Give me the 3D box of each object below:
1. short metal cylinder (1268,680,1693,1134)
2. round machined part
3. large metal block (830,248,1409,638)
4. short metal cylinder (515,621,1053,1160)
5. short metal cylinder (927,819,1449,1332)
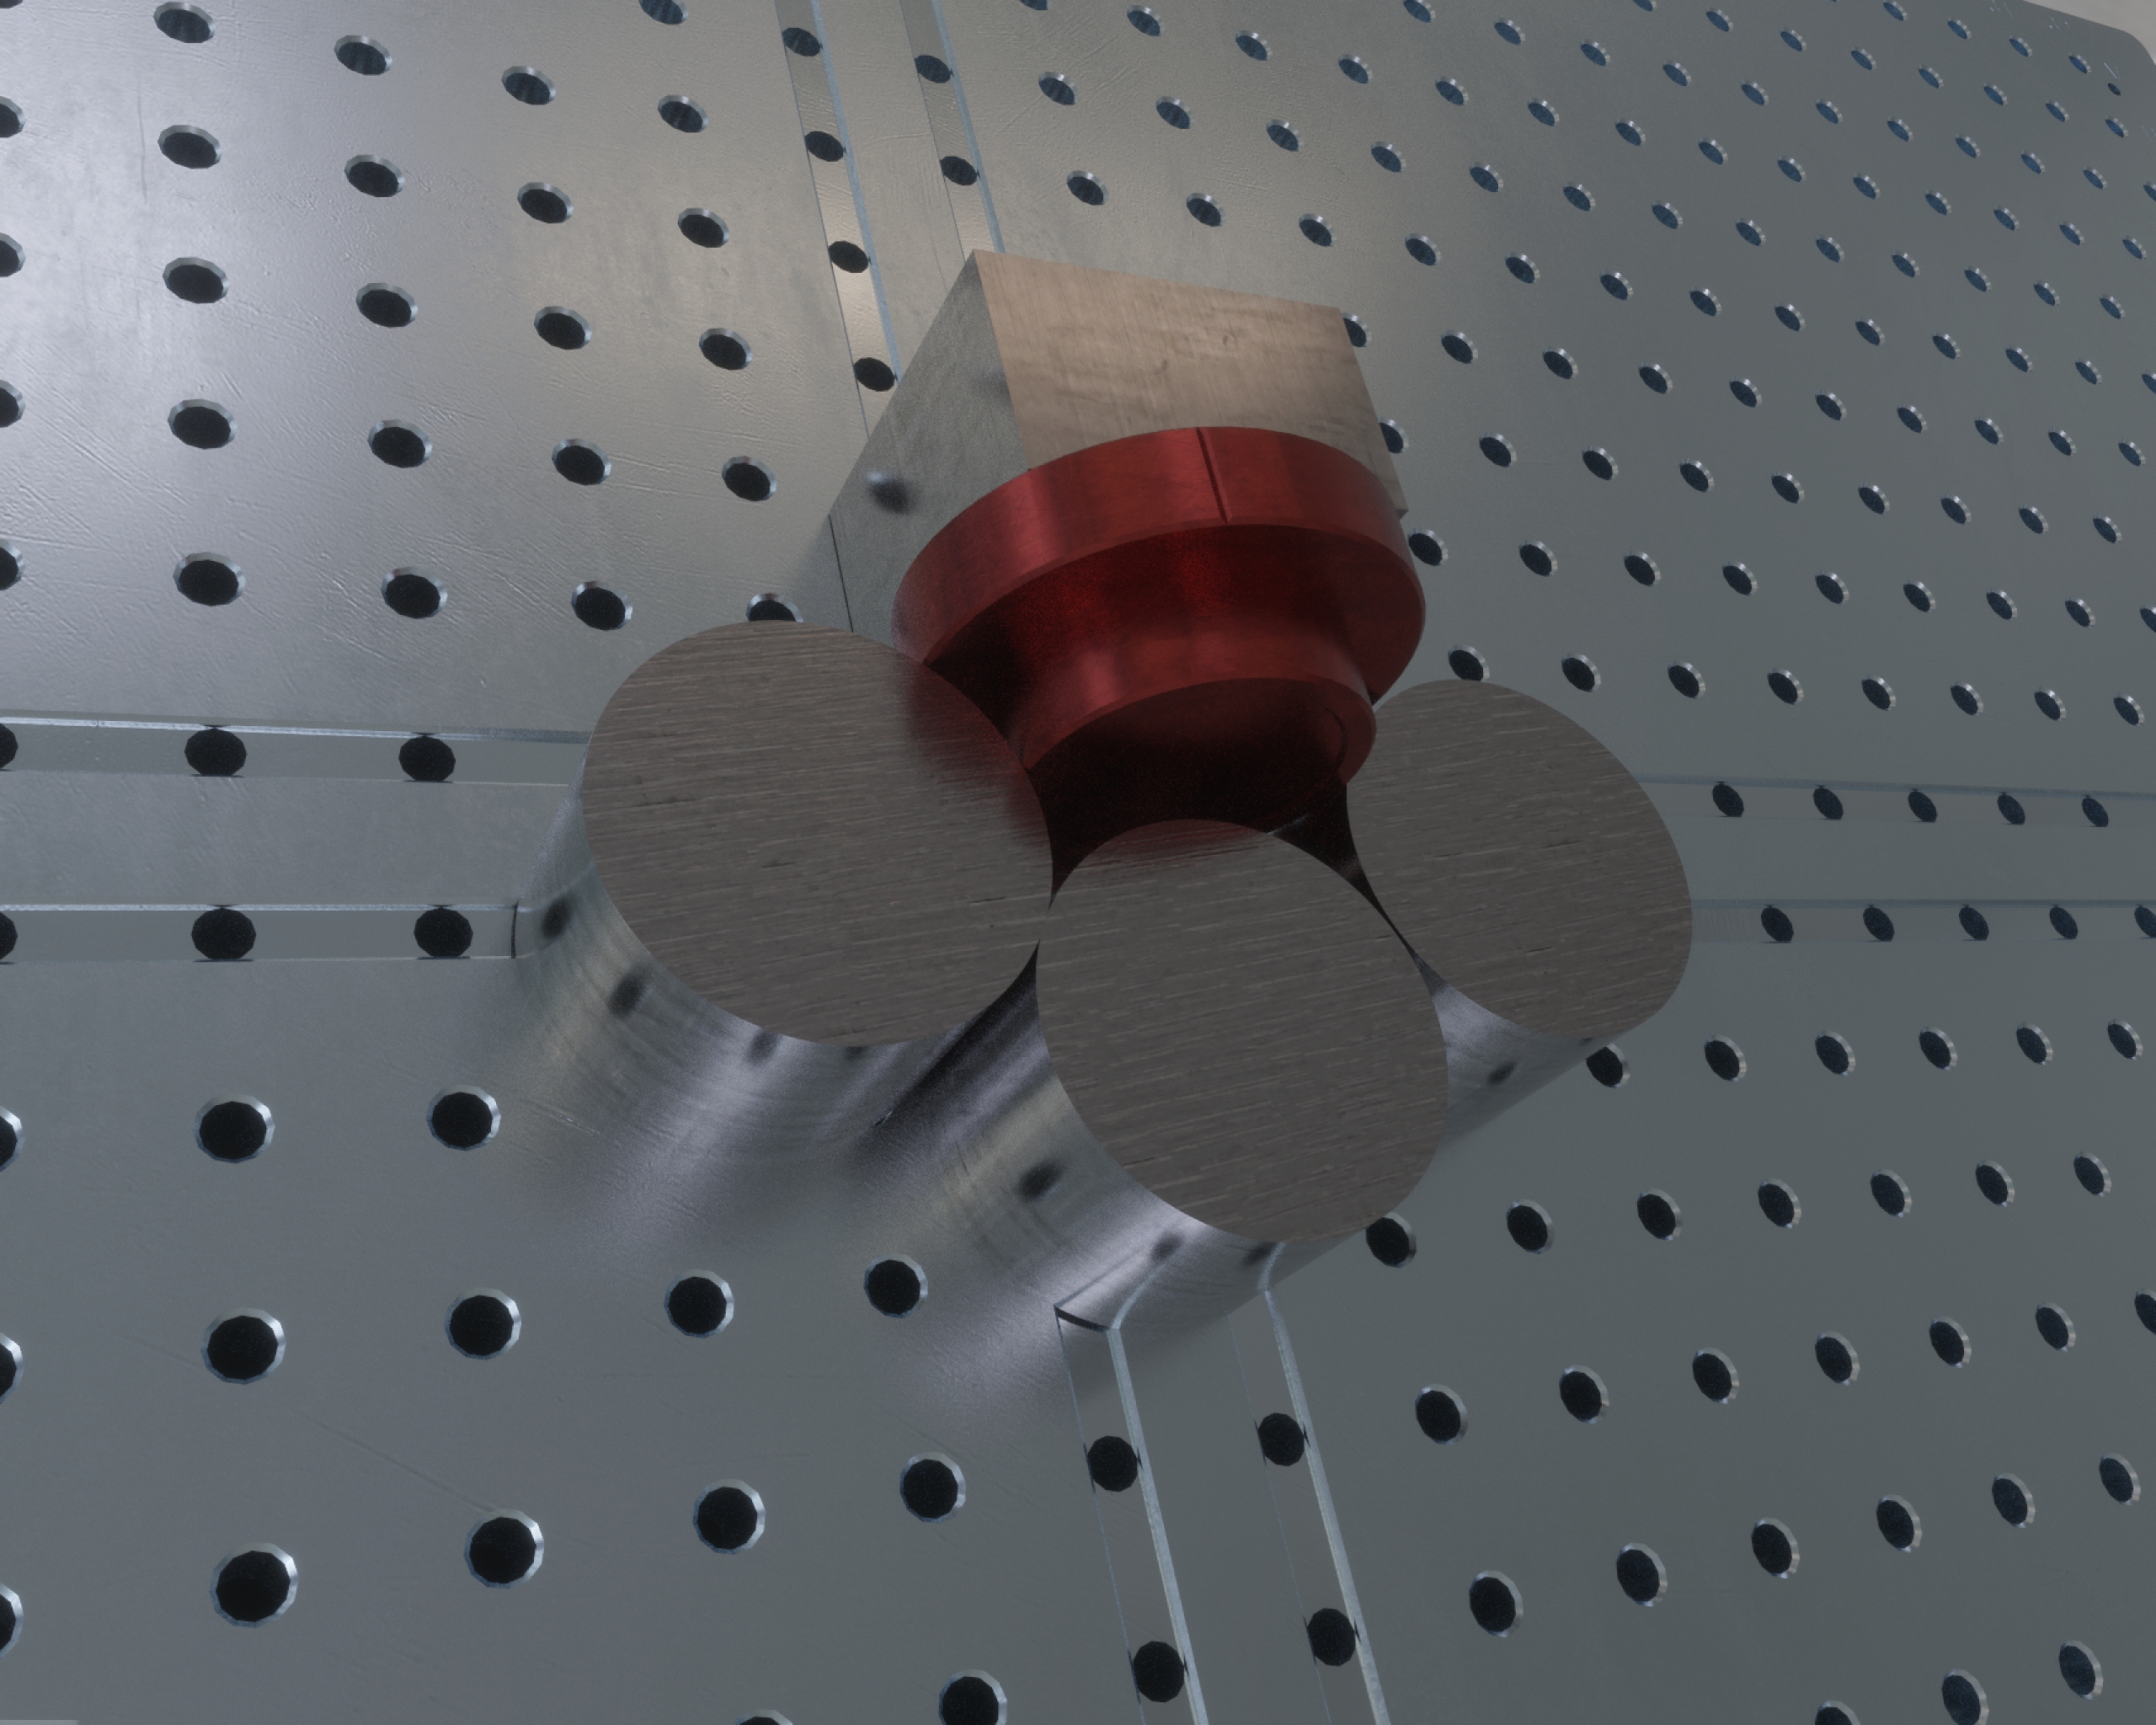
[{"bbox_3d":[0.077,0.009,0.428,0.081,0.050,0.080,14,56,-21],"label":"short metal cylinder"},{"bbox_3d":[0.017,-0.034,0.389,0.099,0.097,0.042,2,61,-28],"label":"round machined part"},{"bbox_3d":[0.005,-0.071,0.418,0.081,0.080,0.050,1,62,-28],"label":"large metal block"},{"bbox_3d":[-0.051,0.005,0.362,0.081,0.050,0.080,14,56,-21],"label":"short metal cylinder"},{"bbox_3d":[0.019,0.039,0.379,0.081,0.050,0.080,14,56,-21],"label":"short metal cylinder"}]
